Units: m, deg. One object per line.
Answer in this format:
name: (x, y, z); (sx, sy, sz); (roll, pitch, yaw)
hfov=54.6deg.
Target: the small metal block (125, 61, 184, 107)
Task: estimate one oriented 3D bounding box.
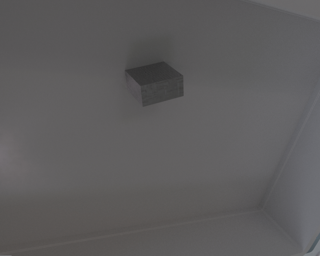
small metal block: (-0.007, -0.052, 0.356); (0.050, 0.050, 0.025); (-17, 125, -19)
